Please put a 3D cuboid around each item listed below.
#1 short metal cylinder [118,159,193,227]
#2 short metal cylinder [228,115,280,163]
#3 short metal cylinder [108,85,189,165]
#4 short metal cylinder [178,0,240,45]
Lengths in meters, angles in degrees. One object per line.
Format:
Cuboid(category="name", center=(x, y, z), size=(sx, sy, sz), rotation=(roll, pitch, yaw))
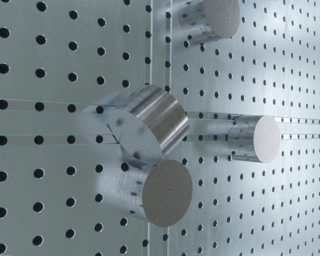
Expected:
Cuboid(category="short metal cylinder", center=(-0.005, 0.078, 0.388), size=(0.081, 0.050, 0.079), rotation=(0, 90, -40))
Cuboid(category="short metal cylinder", center=(0.161, 0.018, 0.527), size=(0.081, 0.050, 0.079), rotation=(0, 90, -40))
Cuboid(category="short metal cylinder", center=(-0.013, -0.003, 0.362), size=(0.050, 0.080, 0.080), rotation=(-44, 117, -31))
Cuboid(category="short metal cylinder", center=(0.072, -0.166, 0.453), size=(0.081, 0.050, 0.079), rotation=(0, 90, -40))
